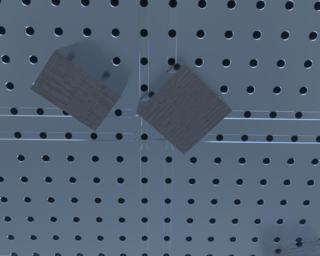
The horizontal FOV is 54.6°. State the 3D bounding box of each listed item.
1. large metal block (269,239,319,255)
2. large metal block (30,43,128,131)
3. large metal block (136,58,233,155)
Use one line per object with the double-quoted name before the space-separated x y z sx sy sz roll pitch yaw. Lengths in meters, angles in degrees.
"large metal block" 0.223 0.230 0.486 0.080 0.050 0.080 -11 110 4
"large metal block" -0.089 -0.051 0.365 0.080 0.080 0.050 35 106 -12
"large metal block" 0.029 -0.028 0.390 0.080 0.050 0.080 42 105 -14
